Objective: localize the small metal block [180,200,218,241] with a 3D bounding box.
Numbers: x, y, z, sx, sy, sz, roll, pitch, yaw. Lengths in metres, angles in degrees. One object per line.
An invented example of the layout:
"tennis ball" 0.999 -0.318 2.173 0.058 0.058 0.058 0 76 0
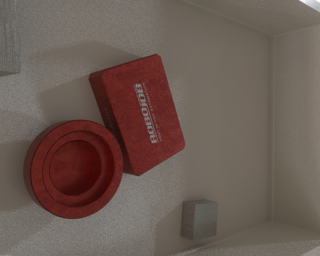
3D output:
"small metal block" 0.059 0.135 0.459 0.050 0.025 0.050 7 86 -40

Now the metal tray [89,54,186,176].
"metal tray" -0.024 -0.018 0.385 0.091 0.030 0.129 -27 107 -37

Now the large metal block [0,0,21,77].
"large metal block" -0.163 -0.085 0.243 0.081 0.050 0.079 -3 93 -53

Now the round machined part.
"round machined part" -0.091 0.040 0.321 0.099 0.042 0.097 0 90 -40
